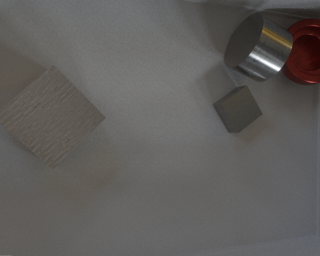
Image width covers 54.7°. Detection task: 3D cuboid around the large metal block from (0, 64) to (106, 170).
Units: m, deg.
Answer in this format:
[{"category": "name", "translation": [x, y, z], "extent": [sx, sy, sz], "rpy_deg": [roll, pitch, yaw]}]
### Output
[{"category": "large metal block", "translation": [-0.123, -0.012, 0.352], "extent": [0.080, 0.050, 0.080], "rpy_deg": [-47, 105, -14]}]

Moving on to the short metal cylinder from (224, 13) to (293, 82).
[{"category": "short metal cylinder", "translation": [0.135, -0.111, 0.433], "extent": [0.050, 0.080, 0.080], "rpy_deg": [22, 83, -19]}]

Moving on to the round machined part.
[{"category": "round machined part", "translation": [0.226, -0.114, 0.479], "extent": [0.099, 0.042, 0.097], "rpy_deg": [0, 86, -7]}]

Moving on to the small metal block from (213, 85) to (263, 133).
[{"category": "small metal block", "translation": [0.114, -0.027, 0.454], "extent": [0.050, 0.025, 0.050], "rpy_deg": [-35, 102, -17]}]
